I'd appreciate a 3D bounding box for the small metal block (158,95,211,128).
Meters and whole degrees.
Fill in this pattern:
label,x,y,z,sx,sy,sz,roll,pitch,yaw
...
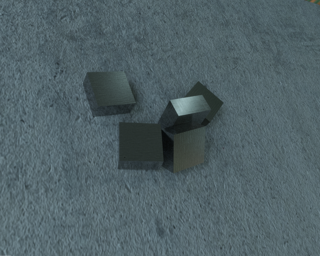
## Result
label,x,y,z,sx,sy,sz,roll,pitch,yaw
small metal block,0.031,-0.015,0.410,0.050,0.050,0.025,-12,61,-29

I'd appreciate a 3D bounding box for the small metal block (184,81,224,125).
label,x,y,z,sx,sy,sz,roll,pitch,yaw
small metal block,0.058,-0.033,0.455,0.050,0.025,0.050,41,51,-1

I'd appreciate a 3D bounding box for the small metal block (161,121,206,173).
label,x,y,z,sx,sy,sz,roll,pitch,yaw
small metal block,0.029,0.023,0.387,0.050,0.025,0.050,-14,114,-34

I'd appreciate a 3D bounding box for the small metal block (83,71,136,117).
label,x,y,z,sx,sy,sz,roll,pitch,yaw
small metal block,-0.065,-0.044,0.395,0.050,0.025,0.050,-8,66,-32

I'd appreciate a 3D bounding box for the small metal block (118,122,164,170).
label,x,y,z,sx,sy,sz,roll,pitch,yaw
small metal block,-0.024,0.022,0.370,0.050,0.025,0.050,2,60,-12
